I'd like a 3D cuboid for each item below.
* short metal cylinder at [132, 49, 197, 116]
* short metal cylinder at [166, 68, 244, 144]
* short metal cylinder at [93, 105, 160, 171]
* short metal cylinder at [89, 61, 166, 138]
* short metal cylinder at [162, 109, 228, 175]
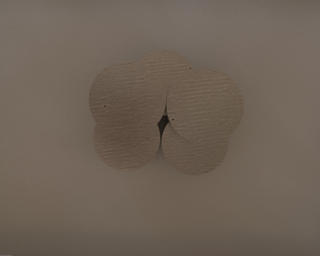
[{"bbox_3d":[0.005,-0.055,0.397,0.081,0.050,0.080,0,90,0],"label":"short metal cylinder"},{"bbox_3d":[0.047,-0.023,0.347,0.081,0.050,0.080,0,90,0],"label":"short metal cylinder"},{"bbox_3d":[-0.040,0.011,0.397,0.081,0.050,0.080,0,90,0],"label":"short metal cylinder"},{"bbox_3d":[-0.034,-0.030,0.347,0.081,0.050,0.080,0,90,0],"label":"short metal cylinder"},{"bbox_3d":[0.042,0.017,0.397,0.081,0.050,0.080,0,90,0],"label":"short metal cylinder"}]
